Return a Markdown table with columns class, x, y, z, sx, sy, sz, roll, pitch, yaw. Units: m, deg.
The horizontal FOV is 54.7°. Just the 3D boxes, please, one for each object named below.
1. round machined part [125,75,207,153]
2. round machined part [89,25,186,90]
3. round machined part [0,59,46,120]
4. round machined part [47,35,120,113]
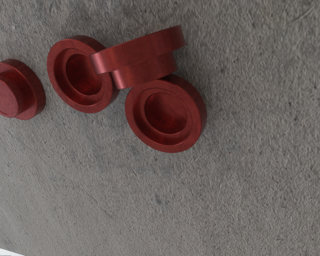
| class | x | y | z | sx | sy | sz | roll | pitch | yaw |
| --- | --- | --- | --- | --- | --- | --- | --- | --- | --- |
| round machined part | 0.010 | -0.021 | 0.377 | 0.098 | 0.042 | 0.097 | 13 | 124 | 20 |
| round machined part | -0.020 | -0.071 | 0.324 | 0.098 | 0.099 | 0.042 | -9 | 108 | 32 |
| round machined part | -0.233 | -0.055 | 0.485 | 0.098 | 0.042 | 0.097 | 13 | 124 | 21 |
| round machined part | -0.093 | -0.071 | 0.401 | 0.098 | 0.042 | 0.097 | 13 | 124 | 21 |
